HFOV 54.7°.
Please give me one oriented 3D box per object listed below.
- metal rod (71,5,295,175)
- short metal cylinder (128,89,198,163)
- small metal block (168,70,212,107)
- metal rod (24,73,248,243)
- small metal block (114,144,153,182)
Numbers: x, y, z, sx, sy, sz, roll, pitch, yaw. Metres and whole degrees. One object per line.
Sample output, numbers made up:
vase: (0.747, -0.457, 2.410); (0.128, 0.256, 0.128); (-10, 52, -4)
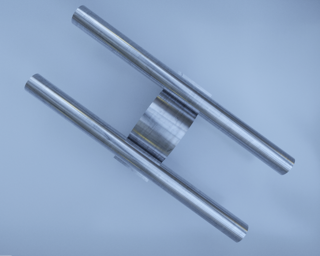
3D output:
metal rod: (0.027, -0.043, 0.360); (0.301, 0.025, 0.025); (36, 90, -1)
short metal cylinder: (0.003, -0.003, 0.382); (0.050, 0.080, 0.080); (37, 90, -1)
small metal block: (0.035, -0.045, 0.397); (0.050, 0.050, 0.025); (37, 90, -1)
metal rod: (-0.027, 0.035, 0.361); (0.301, 0.025, 0.025); (36, 90, 0)
small metal block: (-0.028, 0.040, 0.397); (0.050, 0.050, 0.025); (37, 90, -1)
